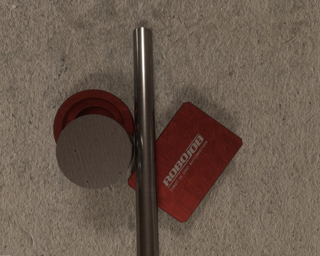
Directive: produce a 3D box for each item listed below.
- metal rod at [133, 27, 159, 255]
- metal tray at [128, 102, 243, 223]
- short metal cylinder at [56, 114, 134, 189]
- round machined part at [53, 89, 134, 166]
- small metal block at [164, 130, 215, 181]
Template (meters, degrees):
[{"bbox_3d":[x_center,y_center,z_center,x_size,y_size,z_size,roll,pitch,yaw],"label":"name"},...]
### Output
[{"bbox_3d":[-0.018,0.018,0.375,0.025,0.025,0.299,-2,76,-1],"label":"metal rod"},{"bbox_3d":[0.032,0.043,0.401,0.090,0.030,0.130,36,90,0],"label":"metal tray"},{"bbox_3d":[-0.071,0.025,0.355,0.081,0.050,0.079,0,91,-1],"label":"short metal cylinder"},{"bbox_3d":[-0.082,0.001,0.400,0.099,0.042,0.097,0,90,-1],"label":"round machined part"},{"bbox_3d":[0.036,0.035,0.411,0.050,0.025,0.050,-30,91,-1],"label":"small metal block"}]
